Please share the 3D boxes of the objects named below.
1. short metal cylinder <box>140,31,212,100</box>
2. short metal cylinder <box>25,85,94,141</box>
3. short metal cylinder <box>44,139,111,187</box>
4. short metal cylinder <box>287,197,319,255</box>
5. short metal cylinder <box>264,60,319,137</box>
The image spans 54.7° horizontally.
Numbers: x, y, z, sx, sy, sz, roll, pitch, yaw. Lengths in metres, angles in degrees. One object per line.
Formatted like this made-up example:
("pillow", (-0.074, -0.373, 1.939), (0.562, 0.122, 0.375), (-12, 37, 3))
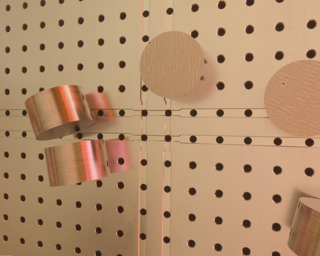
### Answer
("short metal cylinder", (0.021, -0.075, 0.391), (0.080, 0.050, 0.079), (0, 90, 19))
("short metal cylinder", (-0.139, -0.020, 0.431), (0.080, 0.080, 0.050), (-23, 83, 18))
("short metal cylinder", (-0.111, 0.047, 0.421), (0.080, 0.080, 0.050), (-11, 87, 19))
("short metal cylinder", (0.180, 0.110, 0.320), (0.080, 0.080, 0.050), (15, 95, 19))
("short metal cylinder", (0.158, -0.031, 0.344), (0.080, 0.050, 0.079), (0, 90, 19))
